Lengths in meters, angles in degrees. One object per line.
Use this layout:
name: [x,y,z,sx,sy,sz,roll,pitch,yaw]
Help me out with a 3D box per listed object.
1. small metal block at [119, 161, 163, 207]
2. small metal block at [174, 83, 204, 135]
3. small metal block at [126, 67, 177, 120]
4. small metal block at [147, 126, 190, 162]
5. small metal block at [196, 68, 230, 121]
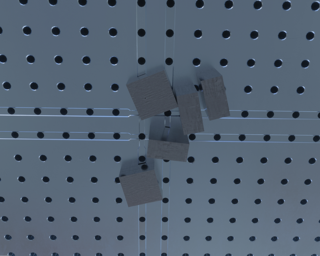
small metal block: [-0.026,0.080,0.443,0.050,0.025,0.050,-13,110,4]
small metal block: [0.036,-0.025,0.391,0.025,0.050,0.050,-11,110,3]
small metal block: [-0.009,-0.044,0.397,0.050,0.025,0.050,-20,109,7]
small metal block: [0.010,0.020,0.408,0.050,0.050,0.025,7,110,-3]
small metal block: [0.065,-0.043,0.385,0.025,0.050,0.050,-14,110,5]
